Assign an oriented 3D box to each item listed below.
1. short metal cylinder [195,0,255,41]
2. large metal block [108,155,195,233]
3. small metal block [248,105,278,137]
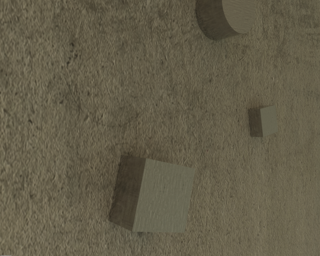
[{"bbox_3d":[0.100,-0.179,0.472,0.081,0.050,0.080,0,90,-40],"label":"short metal cylinder"},{"bbox_3d":[-0.009,0.081,0.381,0.081,0.050,0.080,17,79,-39],"label":"large metal block"},{"bbox_3d":[0.187,-0.013,0.561,0.050,0.025,0.050,-14,99,-39],"label":"small metal block"}]
